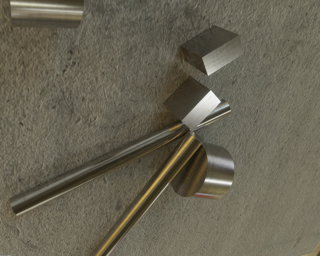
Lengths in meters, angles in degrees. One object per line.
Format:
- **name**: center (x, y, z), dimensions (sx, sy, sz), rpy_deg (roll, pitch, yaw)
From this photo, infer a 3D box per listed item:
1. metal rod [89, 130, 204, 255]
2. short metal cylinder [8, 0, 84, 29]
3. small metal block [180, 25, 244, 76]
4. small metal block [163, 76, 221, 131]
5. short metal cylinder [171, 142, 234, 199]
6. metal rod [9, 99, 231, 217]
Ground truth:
- **metal rod**: center (-0.040, 0.125, 0.446), dimensions (0.025, 0.025, 0.299), rpy_deg (25, 110, -37)
- **short metal cylinder**: center (-0.094, -0.121, 0.245), dimensions (0.050, 0.080, 0.079), rpy_deg (-7, 122, -25)
- **small metal block**: center (0.061, -0.093, 0.366), dimensions (0.050, 0.050, 0.025), rpy_deg (-32, 129, -7)
- **small metal block**: center (0.040, -0.032, 0.392), dimensions (0.050, 0.050, 0.025), rpy_deg (-47, 129, 4)
- **short metal cylinder**: center (0.057, 0.059, 0.439), dimensions (0.050, 0.080, 0.080), rpy_deg (15, 111, -34)
- **metal rod**: center (-0.040, 0.032, 0.404), dimensions (0.302, 0.025, 0.025), rpy_deg (-25, 128, -13)
